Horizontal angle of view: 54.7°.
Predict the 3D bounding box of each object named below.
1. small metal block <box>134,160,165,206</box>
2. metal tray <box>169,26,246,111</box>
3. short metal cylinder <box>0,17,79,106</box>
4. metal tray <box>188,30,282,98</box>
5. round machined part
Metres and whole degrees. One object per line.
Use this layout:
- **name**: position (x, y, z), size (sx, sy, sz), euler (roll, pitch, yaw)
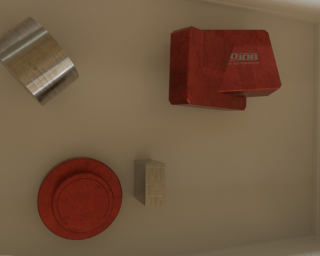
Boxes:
- **small metal block**: position (-0.014, 0.067, 0.393), size (0.025, 0.050, 0.050), euler (0, 90, -20)
- **metal tray**: position (0.068, -0.071, 0.407), size (0.131, 0.030, 0.089), euler (2, 90, -45)
- **short metal cylinder**: position (-0.134, -0.070, 0.332), size (0.050, 0.080, 0.080), euler (-43, 104, -15)
- **metal tray**: position (0.093, -0.087, 0.424), size (0.131, 0.030, 0.090), euler (-5, 76, -15)
- **round machined part**: position (-0.093, 0.085, 0.368), size (0.099, 0.042, 0.097), euler (0, 90, -21)
